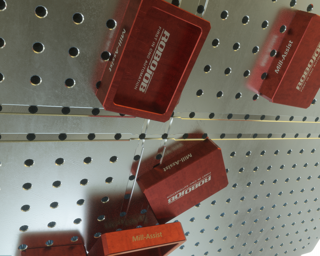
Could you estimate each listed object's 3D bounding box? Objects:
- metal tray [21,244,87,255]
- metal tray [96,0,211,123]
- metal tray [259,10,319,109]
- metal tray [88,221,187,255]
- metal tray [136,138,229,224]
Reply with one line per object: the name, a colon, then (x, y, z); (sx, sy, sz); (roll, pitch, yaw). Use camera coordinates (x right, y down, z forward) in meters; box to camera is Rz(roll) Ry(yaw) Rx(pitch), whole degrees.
metal tray: (-0.167, 0.235, 0.460); (0.091, 0.030, 0.129); (8, 115, -32)
metal tray: (-0.008, -0.076, 0.355); (0.091, 0.030, 0.129); (11, 113, -33)
metal tray: (0.214, -0.097, 0.464); (0.091, 0.030, 0.129); (6, 116, -31)
metal tray: (-0.036, 0.184, 0.479); (0.131, 0.030, 0.089); (1, 142, -29)
metal tray: (0.039, 0.083, 0.480); (0.131, 0.030, 0.090); (-28, 128, -11)
